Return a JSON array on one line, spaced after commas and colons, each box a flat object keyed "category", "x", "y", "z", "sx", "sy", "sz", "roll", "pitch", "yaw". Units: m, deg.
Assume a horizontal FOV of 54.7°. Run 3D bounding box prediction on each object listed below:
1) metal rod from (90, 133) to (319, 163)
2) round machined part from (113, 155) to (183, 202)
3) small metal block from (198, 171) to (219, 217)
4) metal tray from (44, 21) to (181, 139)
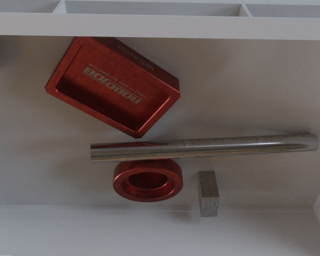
[{"category": "metal rod", "x": 0.064, "y": 0.026, "z": 0.409, "sx": 0.302, "sy": 0.025, "sz": 0.025, "roll": -2, "pitch": 131, "yaw": -8}, {"category": "round machined part", "x": -0.017, "y": 0.066, "z": 0.447, "sx": 0.099, "sy": 0.042, "sz": 0.097, "roll": -1, "pitch": 140, "yaw": -1}, {"category": "small metal block", "x": 0.074, "y": 0.102, "z": 0.481, "sx": 0.025, "sy": 0.050, "sz": 0.050, "roll": -3, "pitch": 130, "yaw": 2}, {"category": "metal tray", "x": -0.053, "y": -0.049, "z": 0.362, "sx": 0.131, "sy": 0.030, "sz": 0.090, "roll": 29, "pitch": 124, "yaw": -23}]
